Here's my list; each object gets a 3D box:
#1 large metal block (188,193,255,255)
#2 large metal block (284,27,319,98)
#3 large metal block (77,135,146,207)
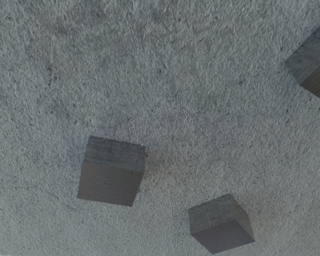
[{"bbox_3d":[0.105,0.167,0.534,0.080,0.050,0.080,-27,126,20],"label":"large metal block"},{"bbox_3d":[0.200,-0.070,0.333,0.080,0.050,0.080,25,126,-20],"label":"large metal block"},{"bbox_3d":[-0.070,0.063,0.444,0.081,0.050,0.079,12,129,-10],"label":"large metal block"}]
